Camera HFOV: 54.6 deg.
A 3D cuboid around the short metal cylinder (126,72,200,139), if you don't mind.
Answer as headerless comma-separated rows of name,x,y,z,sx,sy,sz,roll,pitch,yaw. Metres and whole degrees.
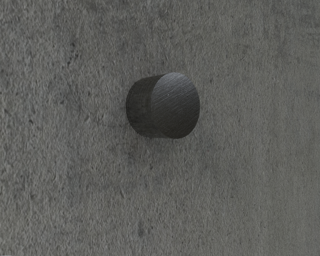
short metal cylinder,0.004,-0.027,0.391,0.081,0.050,0.080,0,90,-40
